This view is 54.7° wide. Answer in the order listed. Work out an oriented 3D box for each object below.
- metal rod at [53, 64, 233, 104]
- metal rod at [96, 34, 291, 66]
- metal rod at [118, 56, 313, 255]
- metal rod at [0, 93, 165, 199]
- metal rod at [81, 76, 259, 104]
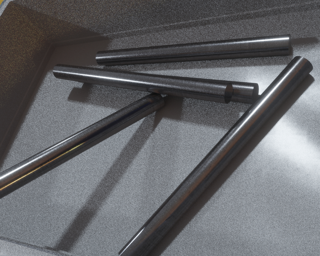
[{"bbox_3d":[-0.044,-0.068,0.440,0.300,0.025,0.025,12,68,32],"label":"metal rod"},{"bbox_3d":[0.030,-0.111,0.457,0.300,0.025,0.025,3,63,29],"label":"metal rod"},{"bbox_3d":[0.066,0.034,0.349,0.300,0.025,0.025,-47,52,-5],"label":"metal rod"},{"bbox_3d":[-0.119,0.030,0.368,0.302,0.025,0.025,-31,47,-26],"label":"metal rod"},{"bbox_3d":[-0.011,-0.066,0.450,0.300,0.025,0.025,11,67,32],"label":"metal rod"}]
